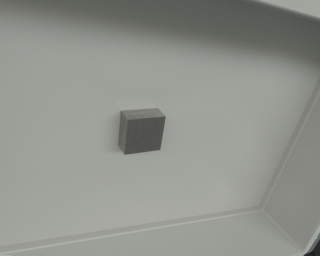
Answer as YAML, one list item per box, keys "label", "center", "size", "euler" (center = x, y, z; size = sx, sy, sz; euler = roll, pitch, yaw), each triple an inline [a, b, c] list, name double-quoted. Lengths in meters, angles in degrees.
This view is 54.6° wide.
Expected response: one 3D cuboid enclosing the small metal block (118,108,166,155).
- label: "small metal block"
  center: [-0.024, 0.004, 0.397]
  size: [0.050, 0.025, 0.050]
  euler: [-6, 121, -26]
